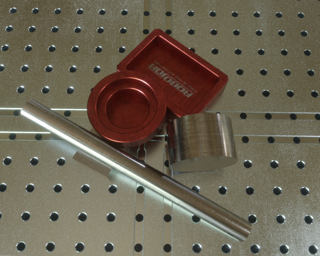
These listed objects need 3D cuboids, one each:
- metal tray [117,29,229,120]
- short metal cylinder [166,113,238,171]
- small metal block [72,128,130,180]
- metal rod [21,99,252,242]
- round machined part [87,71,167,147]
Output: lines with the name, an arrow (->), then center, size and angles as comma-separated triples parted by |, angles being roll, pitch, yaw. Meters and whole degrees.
metal tray -> 0.017, -0.070, 0.434 | 0.130, 0.030, 0.090 | 38, 74, 12
short metal cylinder -> 0.049, 0.020, 0.374 | 0.081, 0.080, 0.050 | -4, 70, -2
small metal block -> -0.075, 0.032, 0.399 | 0.050, 0.025, 0.050 | 27, 72, 9
metal rod -> -0.029, 0.050, 0.371 | 0.301, 0.025, 0.025 | 30, 72, 1
round machined part -> -0.041, -0.022, 0.402 | 0.099, 0.042, 0.098 | 0, 70, 1
